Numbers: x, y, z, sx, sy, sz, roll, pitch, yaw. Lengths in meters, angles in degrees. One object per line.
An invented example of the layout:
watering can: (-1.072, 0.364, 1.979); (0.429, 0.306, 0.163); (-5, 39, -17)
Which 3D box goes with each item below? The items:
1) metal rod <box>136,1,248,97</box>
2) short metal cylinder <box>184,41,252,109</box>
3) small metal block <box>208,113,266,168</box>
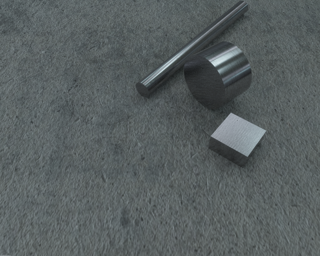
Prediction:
metal rod: (0.067, -0.145, 0.526); (0.025, 0.025, 0.301); (31, 56, 23)
short metal cylinder: (0.079, -0.073, 0.430); (0.050, 0.080, 0.080); (-31, 57, -24)
small metal block: (0.097, 0.015, 0.392); (0.050, 0.025, 0.050); (31, 56, 23)
